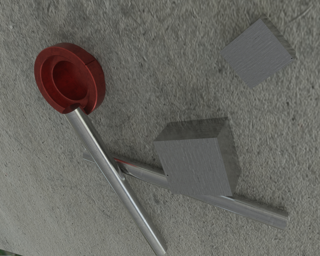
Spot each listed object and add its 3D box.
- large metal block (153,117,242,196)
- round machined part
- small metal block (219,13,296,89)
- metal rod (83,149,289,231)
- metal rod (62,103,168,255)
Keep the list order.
[{"bbox_3d":[0.049,0.036,0.386,0.080,0.050,0.080,-5,116,30],"label":"large metal block"},{"bbox_3d":[-0.114,-0.066,0.413,0.098,0.042,0.097,13,124,20],"label":"round machined part"},{"bbox_3d":[0.097,-0.076,0.309,0.050,0.025,0.050,48,129,-6],"label":"small metal block"},{"bbox_3d":[0.023,0.079,0.442,0.301,0.025,0.025,16,125,18],"label":"metal rod"},{"bbox_3d":[-0.055,0.093,0.462,0.025,0.025,0.299,-6,124,31],"label":"metal rod"}]
